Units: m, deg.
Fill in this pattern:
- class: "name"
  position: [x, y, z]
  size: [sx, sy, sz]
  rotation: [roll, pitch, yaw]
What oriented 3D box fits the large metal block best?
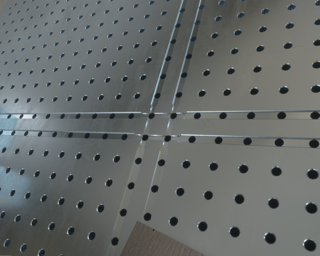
- class: "large metal block"
  position: [0.002, 0.149, 0.301]
  size: [0.080, 0.050, 0.080]
  rotation: [16, 70, 34]
